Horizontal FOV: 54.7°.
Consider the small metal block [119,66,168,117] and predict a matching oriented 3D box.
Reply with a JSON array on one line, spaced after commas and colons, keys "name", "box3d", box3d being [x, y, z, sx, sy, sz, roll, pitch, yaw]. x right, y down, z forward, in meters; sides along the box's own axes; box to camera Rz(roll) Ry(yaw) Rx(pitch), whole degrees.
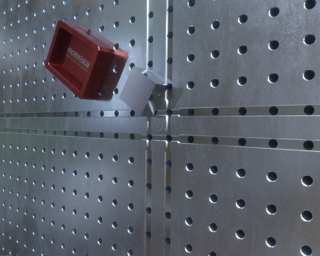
[{"name": "small metal block", "box3d": [-0.024, -0.050, 0.429, 0.050, 0.025, 0.050, 41, 115, 32]}]

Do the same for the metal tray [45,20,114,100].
[{"name": "metal tray", "box3d": [-0.139, -0.115, 0.521, 0.130, 0.030, 0.089, 38, 113, 33]}]
